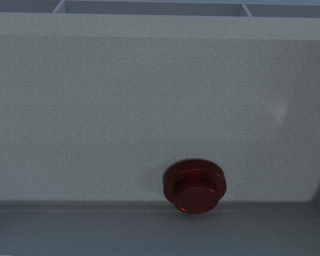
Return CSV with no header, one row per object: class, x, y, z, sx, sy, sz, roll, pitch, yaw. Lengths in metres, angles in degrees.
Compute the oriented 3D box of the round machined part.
round machined part,0.054,0.098,0.482,0.099,0.042,0.097,-1,130,0
